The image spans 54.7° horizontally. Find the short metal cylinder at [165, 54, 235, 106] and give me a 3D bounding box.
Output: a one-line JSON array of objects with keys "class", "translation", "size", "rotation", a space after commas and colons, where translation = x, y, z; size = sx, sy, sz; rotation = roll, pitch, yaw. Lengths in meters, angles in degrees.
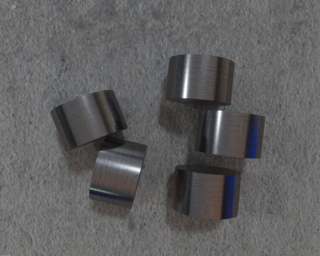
[{"class": "short metal cylinder", "translation": [0.049, -0.057, 0.383], "size": [0.081, 0.080, 0.050], "rotation": [6, 90, -1]}]

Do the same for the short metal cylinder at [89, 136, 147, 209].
[{"class": "short metal cylinder", "translation": [-0.050, 0.054, 0.382], "size": [0.050, 0.080, 0.080], "rotation": [14, 90, 0]}]

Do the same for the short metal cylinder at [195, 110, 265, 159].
[{"class": "short metal cylinder", "translation": [0.086, 0.007, 0.384], "size": [0.081, 0.080, 0.050], "rotation": [6, 90, -1]}]

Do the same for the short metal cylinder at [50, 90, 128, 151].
[{"class": "short metal cylinder", "translation": [-0.086, -0.009, 0.381], "size": [0.080, 0.080, 0.050], "rotation": [-21, 90, 0]}]

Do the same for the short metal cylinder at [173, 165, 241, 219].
[{"class": "short metal cylinder", "translation": [0.057, 0.076, 0.383], "size": [0.081, 0.080, 0.050], "rotation": [5, 90, -1]}]
